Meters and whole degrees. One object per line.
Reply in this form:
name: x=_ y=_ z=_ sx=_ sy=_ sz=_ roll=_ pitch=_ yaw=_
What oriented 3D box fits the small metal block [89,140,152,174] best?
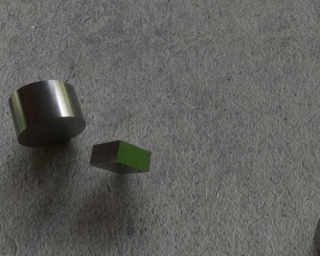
small metal block: x=-0.047 y=0.036 z=0.370 sx=0.050 sy=0.050 sz=0.025 roll=-11 pitch=64 yaw=41

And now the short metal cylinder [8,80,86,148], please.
short metal cylinder: x=-0.139 y=-0.016 z=0.384 sx=0.080 sy=0.080 sz=0.050 roll=-20 pitch=72 yaw=-7

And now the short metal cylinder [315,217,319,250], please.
short metal cylinder: x=0.217 y=0.111 z=0.340 sx=0.050 sy=0.080 sz=0.080 roll=28 pitch=73 yaw=10
